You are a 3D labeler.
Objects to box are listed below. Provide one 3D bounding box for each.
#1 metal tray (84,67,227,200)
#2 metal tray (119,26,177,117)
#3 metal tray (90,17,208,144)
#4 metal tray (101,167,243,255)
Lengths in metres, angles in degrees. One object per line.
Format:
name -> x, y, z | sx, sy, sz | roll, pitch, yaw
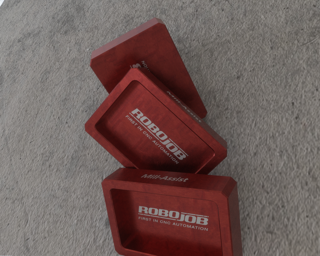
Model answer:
metal tray -> -0.004, 0.009, 0.333 | 0.130, 0.030, 0.090 | 43, 107, 0
metal tray -> -0.021, -0.077, 0.437 | 0.090, 0.030, 0.130 | -39, 47, 32
metal tray -> -0.010, -0.050, 0.367 | 0.090, 0.130, 0.030 | -27, 31, 6
metal tray -> 0.010, 0.090, 0.304 | 0.130, 0.089, 0.030 | 0, 18, 28
